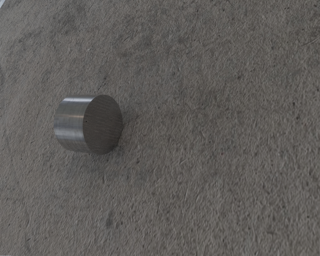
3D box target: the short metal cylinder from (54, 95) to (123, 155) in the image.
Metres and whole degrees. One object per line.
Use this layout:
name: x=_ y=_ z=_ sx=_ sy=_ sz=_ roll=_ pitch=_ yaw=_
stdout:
short metal cylinder: x=-0.096 y=-0.006 z=0.423 sx=0.050 sy=0.080 sz=0.080 roll=3 pitch=63 yaw=30
